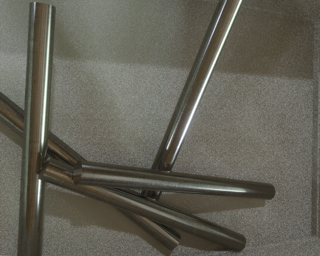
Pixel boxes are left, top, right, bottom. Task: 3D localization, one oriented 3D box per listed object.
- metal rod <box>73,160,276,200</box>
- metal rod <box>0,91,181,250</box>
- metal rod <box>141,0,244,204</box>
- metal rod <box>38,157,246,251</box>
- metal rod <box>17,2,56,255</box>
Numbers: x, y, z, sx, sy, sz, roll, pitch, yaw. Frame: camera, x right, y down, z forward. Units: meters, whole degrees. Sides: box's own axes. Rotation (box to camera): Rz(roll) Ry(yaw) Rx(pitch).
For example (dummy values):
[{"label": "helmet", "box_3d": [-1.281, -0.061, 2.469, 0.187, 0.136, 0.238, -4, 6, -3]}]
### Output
[{"label": "metal rod", "box_3d": [0.041, 0.071, 0.394, 0.302, 0.025, 0.025, 12, 86, -32]}, {"label": "metal rod", "box_3d": [-0.088, 0.057, 0.378, 0.300, 0.025, 0.025, 42, 77, -16]}, {"label": "metal rod", "box_3d": [0.038, -0.040, 0.369, 0.025, 0.025, 0.298, 16, 106, -20]}, {"label": "metal rod", "box_3d": [-0.002, 0.105, 0.388, 0.301, 0.025, 0.025, 28, 81, -27]}, {"label": "metal rod", "box_3d": [-0.135, 0.022, 0.335, 0.025, 0.025, 0.298, 3, 99, -20]}]
